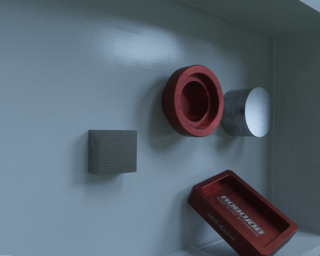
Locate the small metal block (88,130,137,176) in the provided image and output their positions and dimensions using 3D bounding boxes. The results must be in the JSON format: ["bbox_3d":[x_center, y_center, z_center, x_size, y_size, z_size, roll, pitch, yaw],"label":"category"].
[{"bbox_3d":[-0.055,0.027,0.362,0.050,0.025,0.050,1,90,-40],"label":"small metal block"}]

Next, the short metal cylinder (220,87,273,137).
[{"bbox_3d":[0.143,-0.026,0.514,0.081,0.050,0.079,0,90,-40],"label":"short metal cylinder"}]

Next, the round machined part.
[{"bbox_3d":[0.041,-0.036,0.432,0.099,0.042,0.097,0,90,-40],"label":"round machined part"}]

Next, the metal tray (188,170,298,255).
[{"bbox_3d":[0.115,0.122,0.441,0.091,0.130,0.030,-16,134,-39],"label":"metal tray"}]
